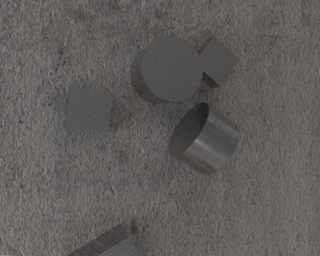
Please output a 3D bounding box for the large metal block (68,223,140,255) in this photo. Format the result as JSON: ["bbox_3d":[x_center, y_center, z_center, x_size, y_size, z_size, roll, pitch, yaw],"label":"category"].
[{"bbox_3d":[-0.060,0.178,0.374,0.081,0.050,0.080,-28,100,-18],"label":"large metal block"}]

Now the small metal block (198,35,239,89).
[{"bbox_3d":[0.075,-0.092,0.437,0.050,0.025,0.050,39,77,-16],"label":"small metal block"}]

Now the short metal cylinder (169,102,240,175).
[{"bbox_3d":[0.055,0.014,0.401,0.050,0.080,0.080,33,79,-17],"label":"short metal cylinder"}]

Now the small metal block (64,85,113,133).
[{"bbox_3d":[-0.087,-0.022,0.377,0.050,0.025,0.050,7,88,-20],"label":"small metal block"}]

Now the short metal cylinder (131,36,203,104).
[{"bbox_3d":[0.008,-0.072,0.399,0.081,0.050,0.080,0,90,-20],"label":"short metal cylinder"}]
